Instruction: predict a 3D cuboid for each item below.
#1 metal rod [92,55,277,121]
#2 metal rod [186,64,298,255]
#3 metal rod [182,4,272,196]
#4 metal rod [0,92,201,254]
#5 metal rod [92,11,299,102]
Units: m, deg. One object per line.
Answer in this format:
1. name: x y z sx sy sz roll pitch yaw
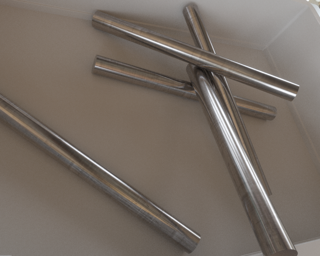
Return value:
1. metal rod: 0.050 -0.055 0.465 0.302 0.025 0.025 12 57 -21
2. metal rod: 0.073 0.005 0.353 0.025 0.025 0.300 14 36 -21
3. metal rod: 0.094 -0.045 0.452 0.025 0.025 0.299 -12 77 -33
4. metal rod: -0.083 0.040 0.335 0.301 0.025 0.025 36 51 -4
5. metal rod: 0.045 -0.104 0.438 0.301 0.025 0.025 22 52 6
